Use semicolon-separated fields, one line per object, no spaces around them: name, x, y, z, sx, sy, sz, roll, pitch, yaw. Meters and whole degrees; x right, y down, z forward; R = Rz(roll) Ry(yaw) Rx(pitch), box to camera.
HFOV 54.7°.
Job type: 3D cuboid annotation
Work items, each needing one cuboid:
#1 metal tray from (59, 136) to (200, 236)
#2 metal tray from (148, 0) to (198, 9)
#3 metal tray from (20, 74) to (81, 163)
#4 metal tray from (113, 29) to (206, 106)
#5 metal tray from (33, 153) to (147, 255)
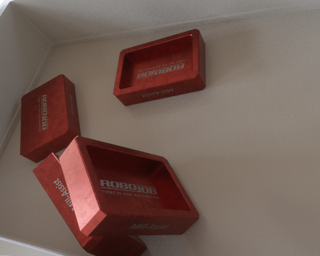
metal tray;-0.027;0.061;0.312;0.030;0.131;0.090;-49;48;21
metal tray;0.046;-0.261;0.539;0.130;0.030;0.090;-1;61;27
metal tray;-0.181;-0.018;0.506;0.090;0.030;0.130;-27;53;11
metal tray;-0.001;-0.088;0.454;0.130;0.030;0.090;-10;57;22
metal tray;-0.079;0.090;0.347;0.030;0.090;0.130;-46;51;-9
